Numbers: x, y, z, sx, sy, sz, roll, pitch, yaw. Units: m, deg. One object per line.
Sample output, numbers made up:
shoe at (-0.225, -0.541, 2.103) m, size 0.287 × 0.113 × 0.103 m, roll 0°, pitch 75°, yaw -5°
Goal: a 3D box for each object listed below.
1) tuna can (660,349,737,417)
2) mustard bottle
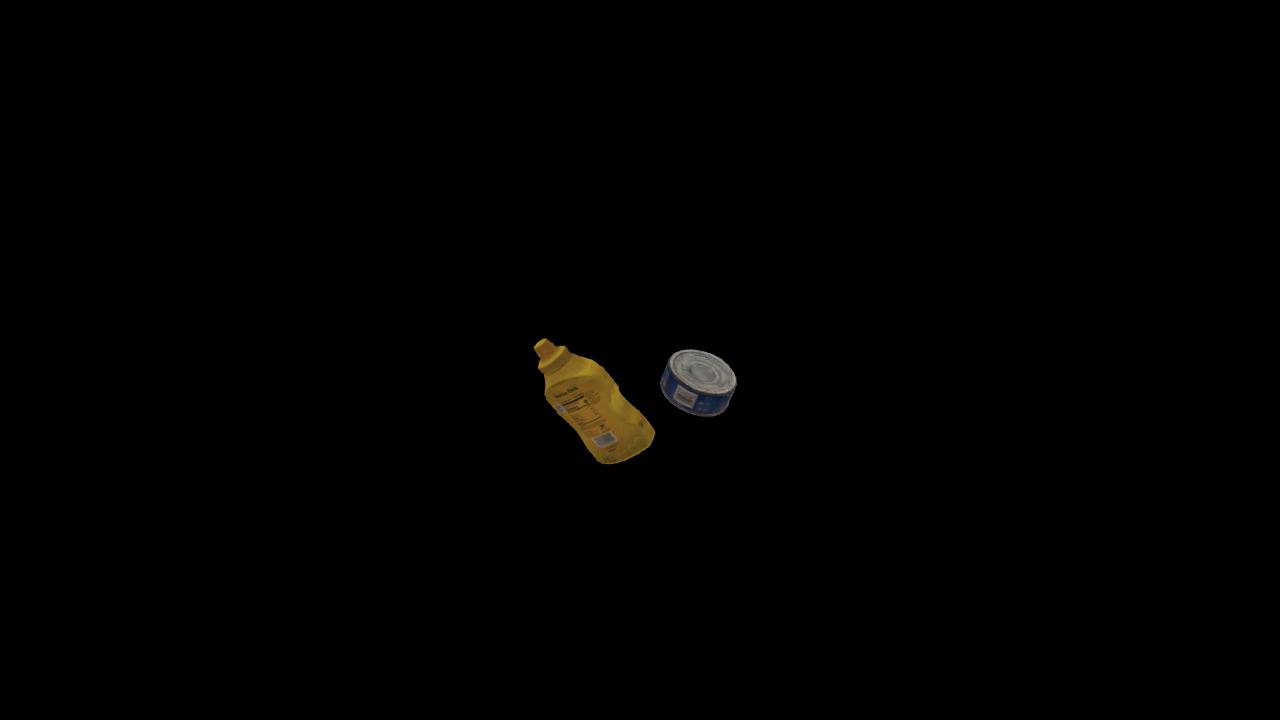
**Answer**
tuna can at (0.067, 0.024, 0.704) m, size 0.084 × 0.034 × 0.084 m, roll 12°, pitch 35°, yaw -9°
mustard bottle at (-0.067, 0.047, 0.757) m, size 0.092 × 0.184 × 0.054 m, roll -21°, pitch 26°, yaw 37°
